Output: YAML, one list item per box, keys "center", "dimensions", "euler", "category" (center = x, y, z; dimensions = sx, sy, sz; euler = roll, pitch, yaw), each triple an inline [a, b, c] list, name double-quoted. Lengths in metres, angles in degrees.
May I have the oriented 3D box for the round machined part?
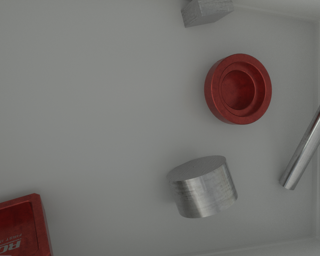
- center: [0.106, -0.053, 0.442]
  dimensions: [0.099, 0.042, 0.097]
  euler: [0, 90, -21]
  category: "round machined part"

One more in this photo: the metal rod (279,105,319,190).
- center: [0.249, -0.042, 0.443]
  dimensions: [0.025, 0.025, 0.298]
  euler: [14, 109, -20]
  category: "metal rod"

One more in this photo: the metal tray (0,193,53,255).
- center: [-0.180, 0.124, 0.308]
  dimensions: [0.131, 0.090, 0.030]
  euler: [-14, 128, -20]
  category: "metal tray"

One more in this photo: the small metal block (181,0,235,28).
- center: [0.064, -0.160, 0.422]
  dimensions: [0.050, 0.050, 0.025]
  euler: [-17, 96, -20]
  category: "small metal block"

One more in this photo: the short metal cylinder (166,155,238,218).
- center: [0.054, 0.074, 0.403]
  dimensions: [0.081, 0.080, 0.050]
  euler: [-22, 98, -19]
  category: "short metal cylinder"
